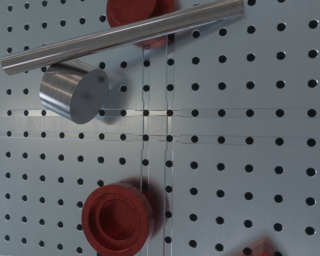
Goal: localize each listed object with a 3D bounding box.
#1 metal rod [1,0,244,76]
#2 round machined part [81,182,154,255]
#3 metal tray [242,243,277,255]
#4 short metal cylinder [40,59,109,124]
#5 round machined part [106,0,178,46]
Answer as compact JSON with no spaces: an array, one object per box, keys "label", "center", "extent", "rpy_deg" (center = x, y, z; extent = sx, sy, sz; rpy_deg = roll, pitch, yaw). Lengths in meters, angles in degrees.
[{"label":"metal rod","center":[-0.047,-0.115,0.385],"extent":[0.302,0.025,0.025],"rpy_deg":[-14,85,2]},{"label":"round machined part","center":[-0.053,0.122,0.422],"extent":[0.098,0.042,0.097],"rpy_deg":[0,90,19]},{"label":"metal tray","center":[0.102,0.213,0.374],"extent":[0.130,0.030,0.090],"rpy_deg":[-38,78,16]},{"label":"short metal cylinder","center":[-0.115,-0.051,0.424],"extent":[0.050,0.080,0.080],"rpy_deg":[25,98,18]},{"label":"round machined part","center":[-0.029,-0.164,0.414],"extent":[0.098,0.042,0.097],"rpy_deg":[0,90,20]}]
